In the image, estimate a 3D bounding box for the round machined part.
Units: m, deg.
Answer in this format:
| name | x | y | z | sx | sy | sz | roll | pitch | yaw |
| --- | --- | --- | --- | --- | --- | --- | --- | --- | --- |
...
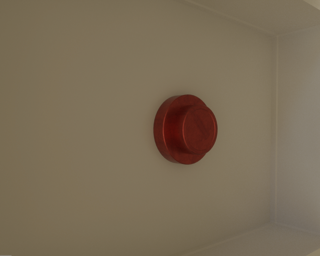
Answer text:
| name | x | y | z | sx | sy | sz | roll | pitch | yaw |
| --- | --- | --- | --- | --- | --- | --- | --- | --- | --- |
| round machined part | 0.042 | 0.002 | 0.430 | 0.099 | 0.042 | 0.097 | 0 | 90 | -40 |
